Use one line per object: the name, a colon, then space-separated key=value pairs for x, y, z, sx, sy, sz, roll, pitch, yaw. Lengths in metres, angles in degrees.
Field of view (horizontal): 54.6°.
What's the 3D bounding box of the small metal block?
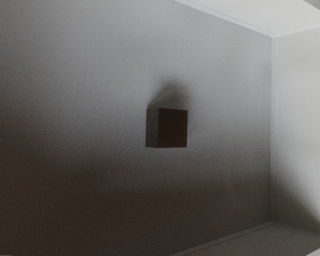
small metal block: x=0.009 y=0.000 z=0.408 sx=0.050 sy=0.025 sz=0.050 roll=2 pitch=89 yaw=-40
